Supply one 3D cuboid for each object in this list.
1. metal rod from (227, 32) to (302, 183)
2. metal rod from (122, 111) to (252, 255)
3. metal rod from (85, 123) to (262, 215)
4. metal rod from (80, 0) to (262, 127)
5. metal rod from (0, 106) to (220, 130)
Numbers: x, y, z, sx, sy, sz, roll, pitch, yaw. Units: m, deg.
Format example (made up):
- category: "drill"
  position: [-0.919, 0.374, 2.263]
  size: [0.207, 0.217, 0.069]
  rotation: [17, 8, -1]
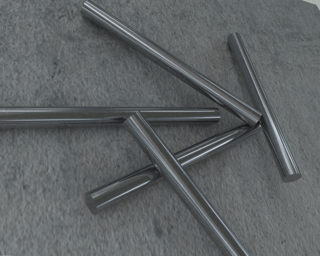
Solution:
- category: "metal rod"
  position: [0.157, -0.053, 0.497]
  size: [0.025, 0.025, 0.300]
  rotation: [10, 49, -23]
- category: "metal rod"
  position: [0.059, 0.107, 0.350]
  size: [0.025, 0.025, 0.299]
  rotation: [-38, 90, -39]
- category: "metal rod"
  position: [0.044, 0.035, 0.407]
  size: [0.302, 0.025, 0.025]
  rotation: [-20, 73, -36]
- category: "metal rod"
  position: [0.017, -0.094, 0.456]
  size: [0.301, 0.025, 0.025]
  rotation: [33, 51, -1]
- category: "metal rod"
  position: [-0.050, -0.014, 0.386]
  size: [0.303, 0.025, 0.025]
  rotation: [-2, 63, -29]
